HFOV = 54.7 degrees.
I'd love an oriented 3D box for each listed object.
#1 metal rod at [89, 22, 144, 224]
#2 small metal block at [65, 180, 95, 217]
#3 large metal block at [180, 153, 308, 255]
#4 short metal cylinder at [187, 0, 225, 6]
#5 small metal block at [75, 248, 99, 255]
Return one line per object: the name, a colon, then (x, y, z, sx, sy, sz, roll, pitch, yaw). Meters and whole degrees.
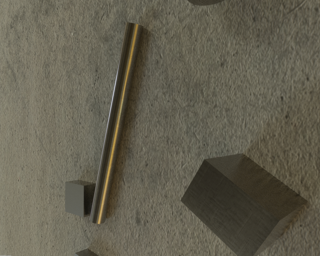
metal rod: (-0.066, -0.001, 0.457, 0.025, 0.025, 0.298, 20, 102, 38)
small metal block: (-0.131, 0.115, 0.510, 0.050, 0.025, 0.050, 1, 91, 39)
large metal block: (0.082, 0.071, 0.300, 0.080, 0.081, 0.050, 40, 114, 32)
short metal cylinder: (0.055, -0.175, 0.322, 0.080, 0.081, 0.050, -28, 72, 36)
small metal block: (-0.113, 0.230, 0.496, 0.050, 0.025, 0.050, 13, 98, 39)
